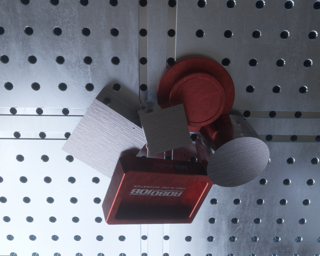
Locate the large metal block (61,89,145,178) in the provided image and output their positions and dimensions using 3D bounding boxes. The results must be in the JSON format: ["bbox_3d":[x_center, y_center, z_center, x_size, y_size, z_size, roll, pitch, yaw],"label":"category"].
[{"bbox_3d":[-0.066,0.009,0.403,0.080,0.050,0.080,34,106,-12],"label":"large metal block"}]

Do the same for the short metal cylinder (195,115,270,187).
[{"bbox_3d":[0.092,0.030,0.400,0.081,0.050,0.079,-6,125,-9],"label":"short metal cylinder"}]

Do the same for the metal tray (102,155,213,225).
[{"bbox_3d":[-0.001,0.086,0.412,0.131,0.030,0.089,8,119,-27],"label":"metal tray"}]

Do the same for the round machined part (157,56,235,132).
[{"bbox_3d":[0.046,-0.040,0.390,0.099,0.042,0.097,0,110,0],"label":"round machined part"}]

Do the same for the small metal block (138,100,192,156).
[{"bbox_3d":[0.005,-0.001,0.364,0.050,0.025,0.050,-16,107,-6],"label":"small metal block"}]
